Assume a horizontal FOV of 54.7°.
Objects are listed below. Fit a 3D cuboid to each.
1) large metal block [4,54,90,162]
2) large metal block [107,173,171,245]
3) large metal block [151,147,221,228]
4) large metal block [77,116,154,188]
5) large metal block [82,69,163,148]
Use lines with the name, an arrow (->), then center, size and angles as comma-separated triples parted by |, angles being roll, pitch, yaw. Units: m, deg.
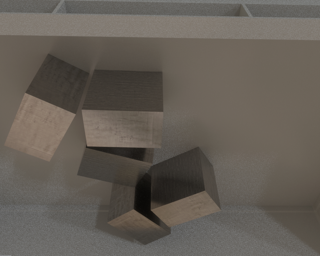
large metal block -> -0.126, -0.023, 0.351 | 0.050, 0.080, 0.080 | 25, 126, -20
large metal block -> -0.029, 0.118, 0.473 | 0.050, 0.080, 0.080 | -32, 123, 24
large metal block -> 0.035, 0.085, 0.446 | 0.080, 0.080, 0.050 | -24, 126, 19
large metal block -> -0.058, 0.033, 0.407 | 0.081, 0.050, 0.080 | 15, 144, -14
large metal block -> -0.038, -0.024, 0.352 | 0.081, 0.080, 0.050 | 2, 130, -2
